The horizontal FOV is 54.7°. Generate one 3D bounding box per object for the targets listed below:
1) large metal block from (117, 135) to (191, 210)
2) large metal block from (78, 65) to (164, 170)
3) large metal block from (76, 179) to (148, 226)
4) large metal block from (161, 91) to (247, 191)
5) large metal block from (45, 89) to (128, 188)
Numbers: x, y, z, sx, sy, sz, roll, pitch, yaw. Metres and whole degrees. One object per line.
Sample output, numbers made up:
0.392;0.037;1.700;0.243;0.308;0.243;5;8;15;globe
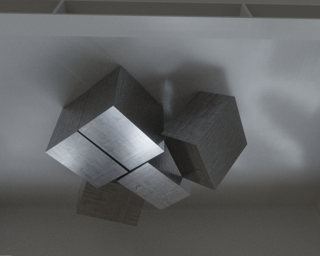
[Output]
-0.007;0.048;0.411;0.050;0.080;0.080;-34;123;25;large metal block
-0.040;-0.012;0.360;0.050;0.080;0.080;-31;124;23;large metal block
-0.070;0.091;0.439;0.081;0.080;0.050;17;93;-15;large metal block
0.057;0.014;0.375;0.050;0.080;0.080;16;144;41;large metal block
-0.082;0.013;0.382;0.050;0.080;0.080;-30;124;23;large metal block
